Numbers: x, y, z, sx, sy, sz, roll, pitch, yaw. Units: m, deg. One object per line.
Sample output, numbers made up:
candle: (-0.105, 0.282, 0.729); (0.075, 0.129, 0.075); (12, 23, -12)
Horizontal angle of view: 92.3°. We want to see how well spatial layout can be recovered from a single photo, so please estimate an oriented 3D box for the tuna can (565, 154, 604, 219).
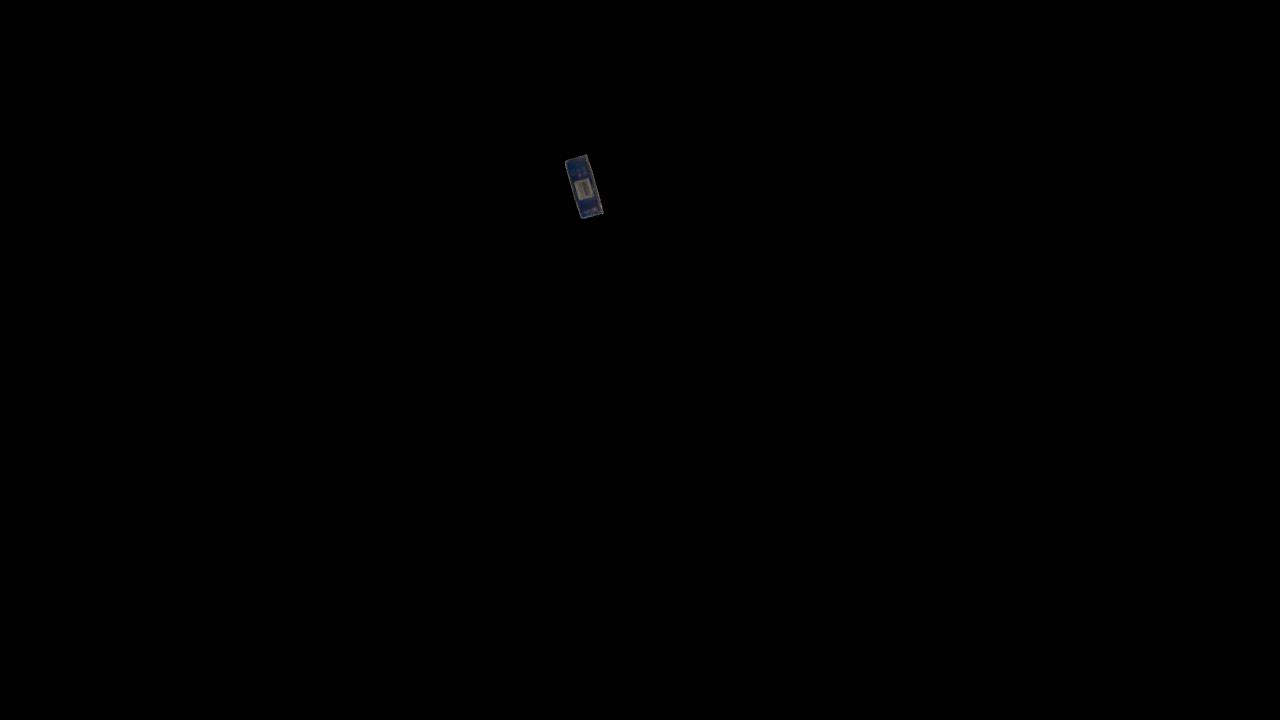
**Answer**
tuna can: (-0.078, -0.241, 0.860); (0.034, 0.084, 0.084); (-16, 0, -1)
